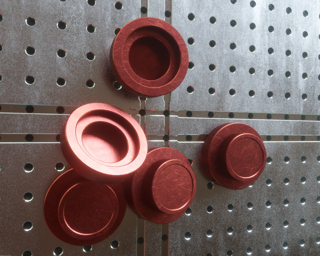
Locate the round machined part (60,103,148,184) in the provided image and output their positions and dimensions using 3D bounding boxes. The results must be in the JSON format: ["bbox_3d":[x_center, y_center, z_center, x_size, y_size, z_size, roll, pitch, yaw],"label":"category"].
[{"bbox_3d":[-0.067,0.022,0.363,0.099,0.042,0.098,20,46,-22],"label":"round machined part"}]

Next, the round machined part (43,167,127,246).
[{"bbox_3d":[-0.087,0.094,0.372,0.099,0.042,0.097,0,90,-20],"label":"round machined part"}]

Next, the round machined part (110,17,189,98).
[{"bbox_3d":[-0.016,-0.087,0.398,0.099,0.042,0.097,0,90,-21],"label":"round machined part"}]

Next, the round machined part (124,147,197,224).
[{"bbox_3d":[0.008,0.073,0.396,0.099,0.042,0.097,3,85,-33],"label":"round machined part"}]

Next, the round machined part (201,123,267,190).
[{"bbox_3d":[0.113,0.041,0.447,0.099,0.042,0.097,0,90,-21],"label":"round machined part"}]
